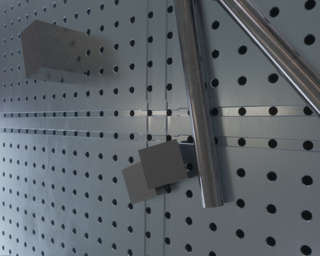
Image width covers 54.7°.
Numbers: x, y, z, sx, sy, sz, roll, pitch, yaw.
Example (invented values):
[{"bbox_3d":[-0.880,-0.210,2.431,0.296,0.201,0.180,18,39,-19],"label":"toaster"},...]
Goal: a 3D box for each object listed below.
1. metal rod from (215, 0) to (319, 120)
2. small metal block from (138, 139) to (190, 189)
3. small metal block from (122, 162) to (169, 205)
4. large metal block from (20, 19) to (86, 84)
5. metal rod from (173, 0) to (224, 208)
[{"bbox_3d":[0.120,-0.074,0.310,0.025,0.025,0.299,-45,63,30],"label":"metal rod"},{"bbox_3d":[0.005,0.046,0.390,0.050,0.025,0.050,-17,77,5],"label":"small metal block"},{"bbox_3d":[-0.021,0.073,0.427,0.050,0.025,0.050,-28,72,36],"label":"small metal block"},{"bbox_3d":[-0.179,-0.124,0.521,0.050,0.081,0.080,-18,78,38],"label":"large metal block"},{"bbox_3d":[0.043,-0.057,0.374,0.025,0.025,0.298,-12,82,39],"label":"metal rod"}]
